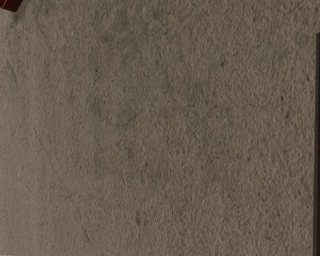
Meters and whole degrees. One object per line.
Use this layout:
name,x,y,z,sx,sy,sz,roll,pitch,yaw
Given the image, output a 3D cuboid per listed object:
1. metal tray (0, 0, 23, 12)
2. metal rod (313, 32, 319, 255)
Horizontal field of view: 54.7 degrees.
metal tray,-0.301,-0.321,0.645,0.130,0.030,0.090,-37,67,33
metal rod,0.152,0.064,0.278,0.025,0.025,0.298,1,91,39
